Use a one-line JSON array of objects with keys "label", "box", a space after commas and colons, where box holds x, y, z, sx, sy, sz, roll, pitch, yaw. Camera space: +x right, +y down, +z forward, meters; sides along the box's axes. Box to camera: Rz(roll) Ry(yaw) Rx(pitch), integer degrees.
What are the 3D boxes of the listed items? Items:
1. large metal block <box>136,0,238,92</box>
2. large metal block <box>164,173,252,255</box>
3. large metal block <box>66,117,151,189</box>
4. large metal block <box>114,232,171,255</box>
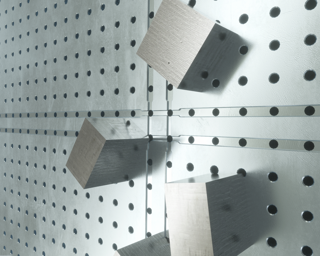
[{"label": "large metal block", "box": [0.029, -0.100, 0.370, 0.080, 0.050, 0.080, 45, 117, 30]}, {"label": "large metal block", "box": [0.053, 0.093, 0.331, 0.050, 0.081, 0.080, -10, 84, 40]}, {"label": "large metal block", "box": [-0.072, 0.033, 0.435, 0.050, 0.081, 0.080, 42, 115, 32]}, {"label": "large metal block", "box": [-0.010, 0.186, 0.383, 0.080, 0.081, 0.050, 40, 114, 33]}]
